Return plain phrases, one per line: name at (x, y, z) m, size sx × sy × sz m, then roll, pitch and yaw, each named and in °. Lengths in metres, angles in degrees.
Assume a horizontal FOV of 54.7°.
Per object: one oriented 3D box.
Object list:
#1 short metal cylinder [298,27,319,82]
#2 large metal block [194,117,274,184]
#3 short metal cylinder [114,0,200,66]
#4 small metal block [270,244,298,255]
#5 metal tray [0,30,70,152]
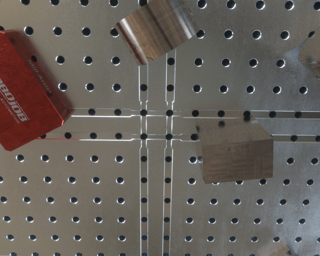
short metal cylinder at (0.209, -0.088, 0.353) m, size 0.050 × 0.080 × 0.080 m, roll 39°, pitch 105°, yaw -13°
large metal block at (0.090, 0.025, 0.394) m, size 0.080 × 0.080 × 0.050 m, roll -6°, pitch 110°, yaw 2°
short metal cylinder at (-0.003, -0.111, 0.343) m, size 0.080 × 0.080 × 0.050 m, roll -29°, pitch 108°, yaw 10°
small metal block at (0.203, 0.224, 0.498) m, size 0.050 × 0.025 × 0.050 m, roll -42°, pitch 105°, yaw 14°
metal tray at (-0.190, -0.045, 0.392) m, size 0.090 × 0.030 × 0.130 m, roll -26°, pitch 108°, yaw 9°
